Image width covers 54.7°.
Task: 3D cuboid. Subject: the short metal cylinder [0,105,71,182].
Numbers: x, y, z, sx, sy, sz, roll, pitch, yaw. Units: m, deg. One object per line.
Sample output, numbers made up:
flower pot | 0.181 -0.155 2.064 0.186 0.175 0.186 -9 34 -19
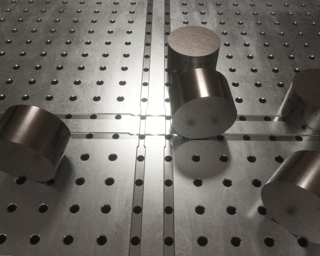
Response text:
short metal cylinder | -0.150 0.019 0.354 0.080 0.080 0.050 7 51 5

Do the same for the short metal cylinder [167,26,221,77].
short metal cylinder | 0.052 -0.118 0.491 0.081 0.050 0.080 0 50 0

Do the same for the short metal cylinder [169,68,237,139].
short metal cylinder | 0.053 -0.030 0.398 0.081 0.080 0.050 -3 50 -3

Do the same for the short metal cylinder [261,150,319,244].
short metal cylinder | 0.153 0.069 0.316 0.080 0.080 0.050 36 58 26

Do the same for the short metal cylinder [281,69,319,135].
short metal cylinder | 0.215 -0.036 0.425 0.081 0.050 0.080 1 50 0
